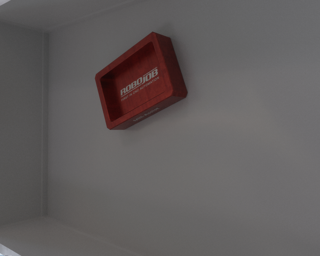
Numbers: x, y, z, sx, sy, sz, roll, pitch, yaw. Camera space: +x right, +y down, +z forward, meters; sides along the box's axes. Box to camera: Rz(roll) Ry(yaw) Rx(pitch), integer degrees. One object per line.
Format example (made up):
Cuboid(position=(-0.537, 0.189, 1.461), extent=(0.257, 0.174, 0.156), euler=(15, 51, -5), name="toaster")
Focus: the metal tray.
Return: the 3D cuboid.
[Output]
Cuboid(position=(-0.032, -0.060, 0.430), extent=(0.130, 0.030, 0.090), euler=(-26, 74, 37), name="metal tray")
